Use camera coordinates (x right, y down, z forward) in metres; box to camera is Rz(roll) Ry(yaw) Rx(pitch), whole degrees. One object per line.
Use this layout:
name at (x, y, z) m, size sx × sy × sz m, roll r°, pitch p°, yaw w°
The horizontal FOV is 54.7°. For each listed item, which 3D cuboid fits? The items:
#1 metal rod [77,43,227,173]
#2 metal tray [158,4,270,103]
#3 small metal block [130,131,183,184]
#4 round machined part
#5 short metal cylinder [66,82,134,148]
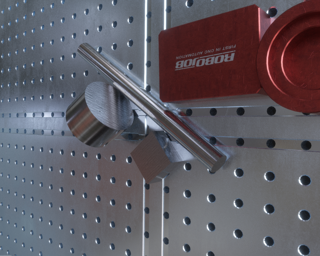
metal rod at (-0.029, -0.044, 0.430) m, size 0.300 × 0.025 × 0.025 m, roll 42°, pitch 115°, yaw 31°
metal tray at (0.058, -0.078, 0.357) m, size 0.130 × 0.030 × 0.089 m, roll -2°, pitch 89°, yaw 39°
small metal block at (-0.006, 0.039, 0.412) m, size 0.050 × 0.025 × 0.050 m, roll -46°, pitch 63°, yaw 30°
round machined part at (0.143, -0.061, 0.280) m, size 0.098 × 0.042 × 0.097 m, roll 0°, pitch 90°, yaw 39°
short metal cylinder at (-0.085, -0.019, 0.441) m, size 0.050 × 0.081 × 0.080 m, roll -38°, pitch 67°, yaw 33°
